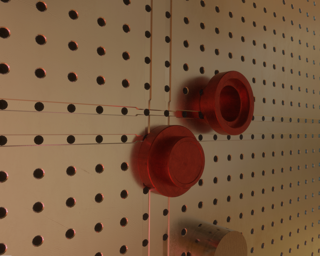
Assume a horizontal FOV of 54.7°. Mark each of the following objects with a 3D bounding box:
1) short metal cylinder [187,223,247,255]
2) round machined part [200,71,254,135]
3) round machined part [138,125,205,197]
[{"bbox_3d":[0.087,0.189,0.466,0.081,0.050,0.079,0,90,-40],"label":"short metal cylinder"},{"bbox_3d":[0.101,-0.038,0.482,0.099,0.042,0.097,0,90,-40],"label":"round machined part"},{"bbox_3d":[0.023,0.045,0.417,0.099,0.042,0.097,0,90,-40],"label":"round machined part"}]
